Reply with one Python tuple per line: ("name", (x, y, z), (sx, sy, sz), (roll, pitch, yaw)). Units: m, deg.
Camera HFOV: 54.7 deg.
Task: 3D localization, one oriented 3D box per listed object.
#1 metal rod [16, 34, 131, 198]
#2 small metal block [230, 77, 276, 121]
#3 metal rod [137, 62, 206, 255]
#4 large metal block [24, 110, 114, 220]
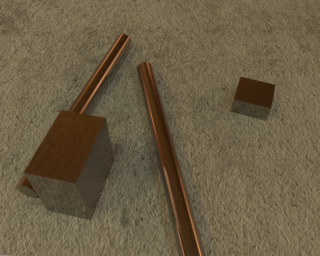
("metal rod", (-0.104, -0.040, 0.434), (0.025, 0.025, 0.300), (13, 51, 10))
("small metal block", (0.133, -0.042, 0.441), (0.050, 0.025, 0.050), (16, 52, 12))
("metal rod", (0.005, 0.021, 0.385), (0.025, 0.025, 0.300), (-8, 51, -7))
("large metal block", (-0.090, 0.040, 0.332), (0.050, 0.080, 0.080), (10, 51, 8))
